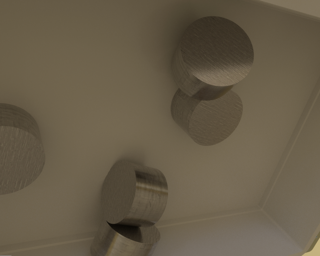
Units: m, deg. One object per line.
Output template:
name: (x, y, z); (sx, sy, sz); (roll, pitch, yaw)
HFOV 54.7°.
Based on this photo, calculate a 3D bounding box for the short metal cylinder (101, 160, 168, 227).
short metal cylinder: (-0.035, 0.087, 0.408); (0.050, 0.080, 0.080); (21, 107, -36)

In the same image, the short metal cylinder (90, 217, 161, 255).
short metal cylinder: (-0.046, 0.152, 0.417); (0.080, 0.080, 0.050); (19, 98, -36)

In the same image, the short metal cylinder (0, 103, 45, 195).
short metal cylinder: (-0.163, 0.021, 0.316); (0.081, 0.050, 0.079); (-14, 124, -21)

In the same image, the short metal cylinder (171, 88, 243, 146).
short metal cylinder: (0.061, -0.023, 0.411); (0.081, 0.050, 0.079); (-14, 124, -21)

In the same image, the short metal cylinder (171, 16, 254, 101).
short metal cylinder: (0.057, -0.076, 0.349); (0.081, 0.050, 0.080); (2, 77, -10)
